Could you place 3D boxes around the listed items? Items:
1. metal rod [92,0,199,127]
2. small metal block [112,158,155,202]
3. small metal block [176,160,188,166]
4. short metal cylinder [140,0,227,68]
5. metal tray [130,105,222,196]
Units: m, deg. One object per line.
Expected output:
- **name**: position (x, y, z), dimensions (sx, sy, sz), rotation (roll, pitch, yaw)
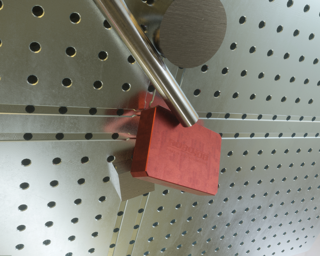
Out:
- **metal rod**: position (-0.038, -0.107, 0.309), dimensions (0.025, 0.025, 0.300), rotation (-39, 125, -2)
- **small metal block**: position (-0.036, 0.070, 0.436), dimensions (0.050, 0.025, 0.050), rotation (-15, 125, -20)
- **small metal block**: position (0.025, 0.052, 0.443), dimensions (0.050, 0.025, 0.050), rotation (-23, 141, 37)
- **short metal cylinder**: position (0.025, -0.112, 0.341), dimensions (0.081, 0.050, 0.079), rotation (-14, 125, -21)
- **metal tray**: position (0.027, 0.034, 0.413), dimensions (0.131, 0.030, 0.090), rotation (23, 66, -37)
